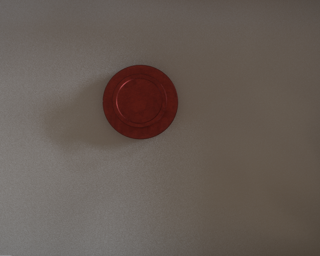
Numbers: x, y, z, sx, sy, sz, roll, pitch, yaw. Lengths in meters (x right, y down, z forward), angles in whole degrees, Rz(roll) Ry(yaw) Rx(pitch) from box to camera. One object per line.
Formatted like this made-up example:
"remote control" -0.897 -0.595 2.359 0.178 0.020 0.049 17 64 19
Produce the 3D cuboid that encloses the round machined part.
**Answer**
"round machined part" -0.026 -0.034 0.403 0.099 0.042 0.097 0 90 -1
